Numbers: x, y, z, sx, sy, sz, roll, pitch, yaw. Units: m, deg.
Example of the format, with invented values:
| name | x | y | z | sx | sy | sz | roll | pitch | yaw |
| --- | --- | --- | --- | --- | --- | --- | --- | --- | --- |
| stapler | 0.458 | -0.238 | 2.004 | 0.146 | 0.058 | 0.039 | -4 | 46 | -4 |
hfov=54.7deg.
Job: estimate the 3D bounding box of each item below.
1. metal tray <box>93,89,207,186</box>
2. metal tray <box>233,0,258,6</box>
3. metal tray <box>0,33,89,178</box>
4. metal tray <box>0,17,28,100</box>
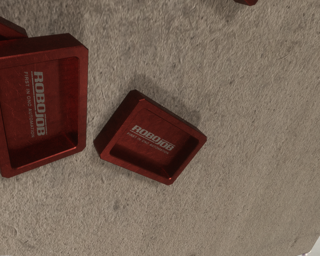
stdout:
| name | x | y | z | sx | sy | sz | roll | pitch | yaw |
| --- | --- | --- | --- | --- | --- | --- | --- | --- | --- |
| metal tray | -0.009 | 0.018 | 0.411 | 0.131 | 0.030 | 0.090 | 29 | 102 | -38 |
| metal tray | 0.079 | -0.203 | 0.322 | 0.131 | 0.030 | 0.090 | 24 | 105 | -37 |
| metal tray | -0.118 | -0.020 | 0.299 | 0.091 | 0.030 | 0.129 | -21 | 138 | -36 |
| metal tray | -0.187 | -0.047 | 0.272 | 0.090 | 0.030 | 0.129 | 24 | 105 | -37 |
